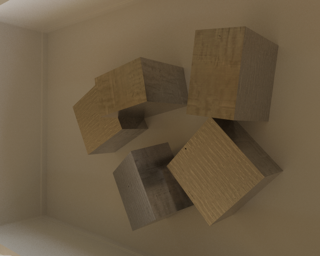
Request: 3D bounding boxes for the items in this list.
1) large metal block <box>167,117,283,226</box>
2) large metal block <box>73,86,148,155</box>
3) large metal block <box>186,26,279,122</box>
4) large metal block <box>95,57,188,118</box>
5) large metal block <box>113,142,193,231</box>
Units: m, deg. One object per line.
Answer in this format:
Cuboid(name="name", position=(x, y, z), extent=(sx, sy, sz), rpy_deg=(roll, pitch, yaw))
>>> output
Cuboid(name="large metal block", position=(0.067, 0.044, 0.335), extent=(0.080, 0.050, 0.080), rpy_deg=(-52, 60, 27))
Cuboid(name="large metal block", position=(-0.074, -0.015, 0.452), extent=(0.080, 0.050, 0.080), rpy_deg=(-34, 69, 34))
Cuboid(name="large metal block", position=(0.074, -0.049, 0.310), extent=(0.050, 0.081, 0.079), rpy_deg=(10, 96, 39))
Cuboid(name="large metal block", position=(-0.022, -0.045, 0.389), extent=(0.080, 0.081, 0.050), rpy_deg=(-14, 81, 39))
Cuboid(name="large metal block", position=(-0.012, 0.074, 0.384), extent=(0.080, 0.050, 0.080), rpy_deg=(-49, 59, 55))
